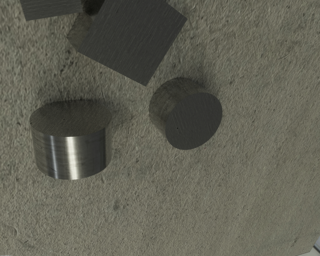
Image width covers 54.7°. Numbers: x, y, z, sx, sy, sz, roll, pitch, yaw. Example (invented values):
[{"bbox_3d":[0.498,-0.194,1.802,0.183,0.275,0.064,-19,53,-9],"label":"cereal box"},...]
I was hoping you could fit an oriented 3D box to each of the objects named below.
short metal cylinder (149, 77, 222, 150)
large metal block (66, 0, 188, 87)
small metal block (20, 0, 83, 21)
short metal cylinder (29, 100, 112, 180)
[{"bbox_3d":[0.032,-0.019,0.398,0.081,0.050,0.079,-14,125,-21],"label":"short metal cylinder"},{"bbox_3d":[-0.034,-0.100,0.311,0.080,0.050,0.080,23,106,-37],"label":"large metal block"},{"bbox_3d":[-0.101,-0.127,0.274,0.050,0.025,0.050,-17,126,-19],"label":"small metal block"},{"bbox_3d":[-0.092,0.010,0.328,0.081,0.080,0.050,-9,123,-24],"label":"short metal cylinder"}]
